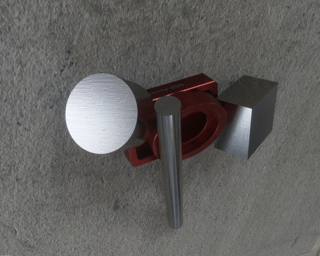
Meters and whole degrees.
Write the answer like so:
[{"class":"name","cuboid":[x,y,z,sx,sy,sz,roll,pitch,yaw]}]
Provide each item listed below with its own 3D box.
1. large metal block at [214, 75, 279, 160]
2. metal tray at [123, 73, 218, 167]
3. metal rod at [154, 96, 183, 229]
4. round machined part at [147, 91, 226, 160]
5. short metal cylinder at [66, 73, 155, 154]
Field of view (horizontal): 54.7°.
[{"class":"large metal block","cuboid":[0.118,-0.017,0.427,0.080,0.050,0.079,-38,135,-38]},{"class":"metal tray","cuboid":[0.013,-0.011,0.407,0.131,0.030,0.089,-19,126,-18]},{"class":"metal rod","cuboid":[0.017,0.069,0.405,0.025,0.025,0.299,-25,145,-14]},{"class":"round machined part","cuboid":[0.028,-0.006,0.379,0.099,0.042,0.097,-19,142,-16]},{"class":"short metal cylinder","cuboid":[-0.051,-0.014,0.329,0.080,0.080,0.050,-55,164,11]}]
